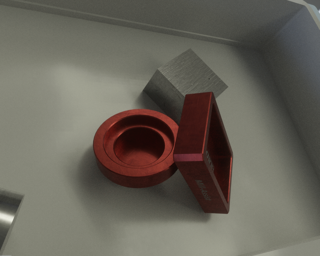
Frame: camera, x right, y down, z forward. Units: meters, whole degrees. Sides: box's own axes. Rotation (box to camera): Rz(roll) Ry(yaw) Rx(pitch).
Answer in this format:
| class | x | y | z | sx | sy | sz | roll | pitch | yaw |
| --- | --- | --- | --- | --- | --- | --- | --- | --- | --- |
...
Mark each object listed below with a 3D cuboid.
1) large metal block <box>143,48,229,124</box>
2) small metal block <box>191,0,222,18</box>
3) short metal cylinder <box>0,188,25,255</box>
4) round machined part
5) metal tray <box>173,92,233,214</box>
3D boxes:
| class | x | y | z | sx | sy | sz | roll | pitch | yaw |
| --- | --- | --- | --- | --- | --- | --- | --- | --- | --- |
| large metal block | 0.038 | -0.057 | 0.446 | 0.080 | 0.050 | 0.080 | 47 | 51 | 4 |
| small metal block | 0.095 | -0.257 | 0.618 | 0.050 | 0.025 | 0.050 | 27 | 52 | -12 |
| short metal cylinder | -0.146 | 0.084 | 0.241 | 0.050 | 0.080 | 0.080 | 21 | 54 | -16 |
| round machined part | -0.023 | 0.027 | 0.351 | 0.099 | 0.042 | 0.098 | 1 | 47 | -1 |
| metal tray | 0.057 | 0.033 | 0.362 | 0.130 | 0.030 | 0.090 | 60 | 34 | -45 |
